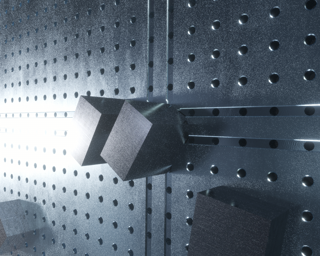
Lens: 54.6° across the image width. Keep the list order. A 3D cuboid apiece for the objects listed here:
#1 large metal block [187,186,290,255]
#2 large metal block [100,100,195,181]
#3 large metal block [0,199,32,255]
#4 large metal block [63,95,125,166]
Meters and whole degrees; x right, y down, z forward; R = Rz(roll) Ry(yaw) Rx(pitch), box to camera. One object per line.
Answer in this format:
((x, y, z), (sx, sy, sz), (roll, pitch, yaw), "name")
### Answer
((0.080, 0.115, 0.327), (0.080, 0.050, 0.080), (14, 99, 39), "large metal block")
((-0.015, 0.015, 0.387), (0.050, 0.081, 0.080), (42, 115, 32), "large metal block")
((-0.330, 0.214, 0.668), (0.080, 0.050, 0.080), (-51, 60, 28), "large metal block")
((-0.078, 0.003, 0.440), (0.050, 0.081, 0.080), (38, 114, 33), "large metal block")
